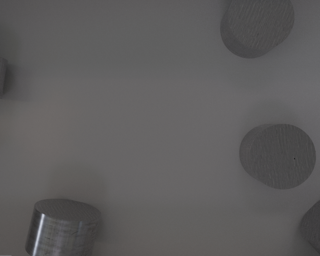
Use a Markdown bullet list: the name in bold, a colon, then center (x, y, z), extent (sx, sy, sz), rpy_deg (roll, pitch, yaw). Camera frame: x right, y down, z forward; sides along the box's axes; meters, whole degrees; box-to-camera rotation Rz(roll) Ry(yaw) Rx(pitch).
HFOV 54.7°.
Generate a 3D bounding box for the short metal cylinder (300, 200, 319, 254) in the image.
- **short metal cylinder**: center (0.225, 0.127, 0.386), extent (0.080, 0.080, 0.050), rpy_deg (-44, 90, 0)

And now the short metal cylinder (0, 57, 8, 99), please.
- **short metal cylinder**: center (-0.236, -0.067, 0.382), extent (0.080, 0.080, 0.050), rpy_deg (9, 90, 0)

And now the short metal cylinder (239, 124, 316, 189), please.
- **short metal cylinder**: center (0.149, 0.035, 0.400), extent (0.081, 0.050, 0.080), rpy_deg (0, 90, 0)

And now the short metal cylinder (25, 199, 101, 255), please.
- **short metal cylinder**: center (-0.119, 0.125, 0.383), extent (0.080, 0.080, 0.050), rpy_deg (13, 90, 0)

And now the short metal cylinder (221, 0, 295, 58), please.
- **short metal cylinder**: center (0.123, -0.135, 0.400), extent (0.081, 0.050, 0.080), rpy_deg (0, 90, 0)
